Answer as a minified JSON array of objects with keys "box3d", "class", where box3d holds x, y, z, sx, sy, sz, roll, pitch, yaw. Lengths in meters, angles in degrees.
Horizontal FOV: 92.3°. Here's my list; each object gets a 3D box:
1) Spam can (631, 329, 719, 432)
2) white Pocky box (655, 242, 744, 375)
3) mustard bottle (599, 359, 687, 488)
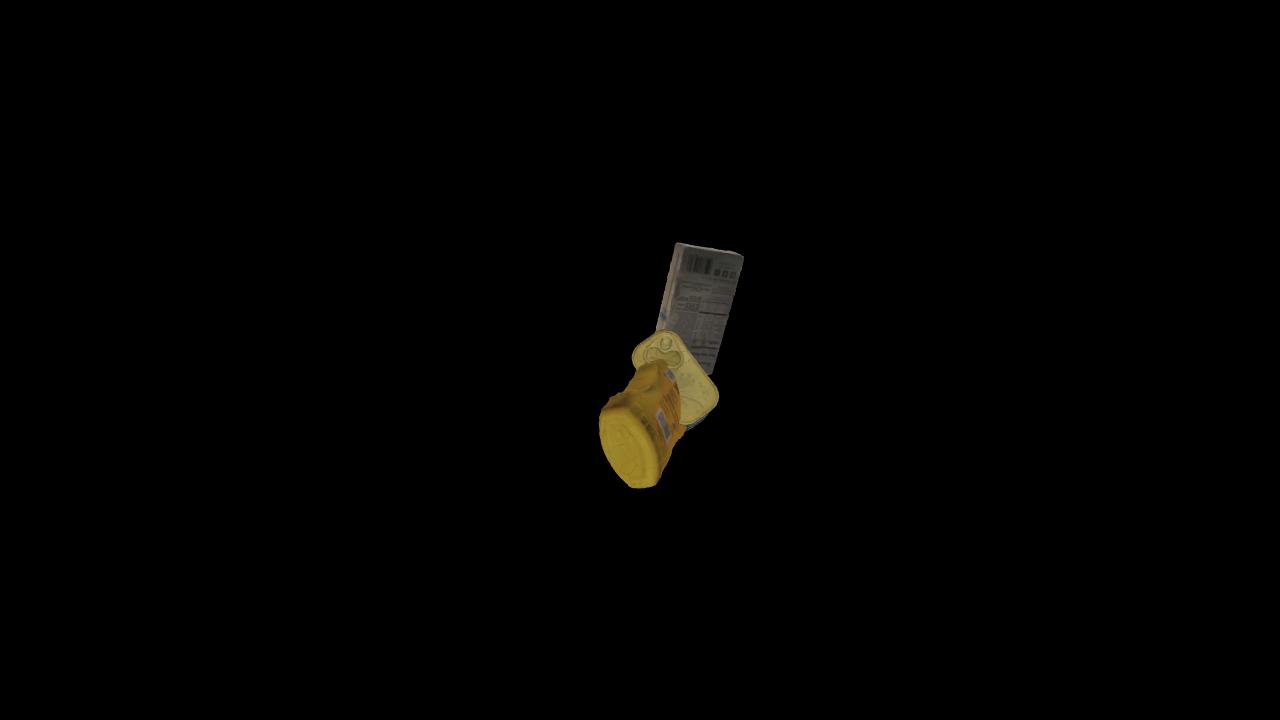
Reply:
[{"box3d":[0.037,0.027,0.675,0.058,0.101,0.085,-33,-13,-8],"class":"Spam can"},{"box3d":[0.066,-0.058,0.738,0.084,0.154,0.028,4,19,-26],"class":"white Pocky box"},{"box3d":[0.021,0.047,0.644,0.054,0.092,0.184,-17,17,29],"class":"mustard bottle"}]
